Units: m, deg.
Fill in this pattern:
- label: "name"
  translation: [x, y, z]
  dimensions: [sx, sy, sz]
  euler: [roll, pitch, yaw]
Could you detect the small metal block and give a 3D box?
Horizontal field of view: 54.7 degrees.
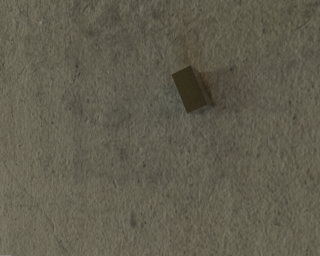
- label: "small metal block"
  translation: [0.042, -0.045, 0.380]
  dimensions: [0.025, 0.050, 0.050]
  euler: [-24, 82, 18]
